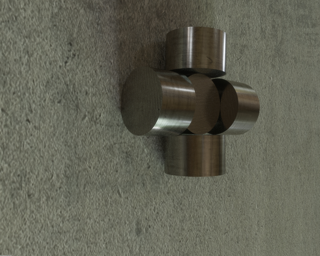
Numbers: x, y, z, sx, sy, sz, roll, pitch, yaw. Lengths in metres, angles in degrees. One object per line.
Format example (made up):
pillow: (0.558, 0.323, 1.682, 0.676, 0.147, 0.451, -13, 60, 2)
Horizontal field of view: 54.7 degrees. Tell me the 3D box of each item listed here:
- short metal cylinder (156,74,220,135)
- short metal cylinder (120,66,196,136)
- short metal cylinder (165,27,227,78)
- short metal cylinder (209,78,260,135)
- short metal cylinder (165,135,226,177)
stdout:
short metal cylinder: (0.037, -0.031, 0.423, 0.081, 0.050, 0.079, 0, 90, -40)
short metal cylinder: (-0.004, -0.030, 0.369, 0.050, 0.080, 0.079, 3, 89, -40)
short metal cylinder: (0.048, -0.097, 0.411, 0.081, 0.080, 0.050, 2, 89, -40)
short metal cylinder: (0.097, -0.030, 0.454, 0.050, 0.080, 0.079, 3, 89, -40)
short metal cylinder: (0.046, 0.034, 0.411, 0.081, 0.080, 0.050, 0, 89, -40)
